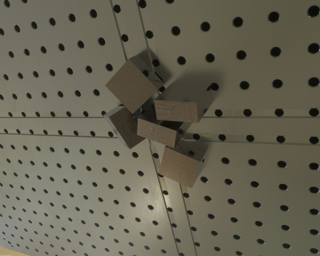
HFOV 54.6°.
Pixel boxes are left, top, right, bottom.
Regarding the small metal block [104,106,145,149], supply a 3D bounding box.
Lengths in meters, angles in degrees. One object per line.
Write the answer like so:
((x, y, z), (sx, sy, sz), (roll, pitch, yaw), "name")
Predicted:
((-0.049, -0.002, 0.420), (0.050, 0.025, 0.050), (58, 167, -14), "small metal block")

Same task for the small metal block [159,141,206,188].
((0.030, 0.048, 0.425), (0.050, 0.025, 0.050), (22, 127, 14), "small metal block")

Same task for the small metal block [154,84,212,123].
((0.028, -0.030, 0.362), (0.050, 0.050, 0.025), (5, 121, 25), "small metal block")

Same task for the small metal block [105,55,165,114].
((-0.032, -0.055, 0.390), (0.050, 0.025, 0.050), (46, 120, -4), "small metal block")

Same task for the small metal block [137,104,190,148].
((0.006, -0.006, 0.389), (0.050, 0.050, 0.025), (19, 126, 17), "small metal block")
